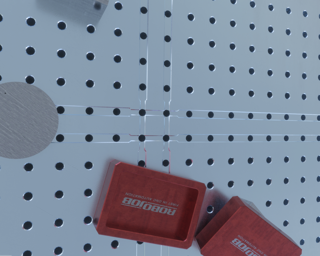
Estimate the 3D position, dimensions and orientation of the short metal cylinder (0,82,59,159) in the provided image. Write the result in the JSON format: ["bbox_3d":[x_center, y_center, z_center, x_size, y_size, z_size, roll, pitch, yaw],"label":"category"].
[{"bbox_3d":[-0.156,-0.008,0.342,0.081,0.050,0.079,0,90,-20],"label":"short metal cylinder"}]

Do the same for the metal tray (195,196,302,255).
[{"bbox_3d":[0.128,0.169,0.445,0.130,0.030,0.090,39,96,-16],"label":"metal tray"}]

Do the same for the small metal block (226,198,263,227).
[{"bbox_3d":[0.129,0.143,0.462,0.050,0.025,0.050,-44,104,-15],"label":"small metal block"}]

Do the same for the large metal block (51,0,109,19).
[{"bbox_3d":[-0.094,-0.188,0.365,0.081,0.050,0.080,16,85,-20],"label":"large metal block"}]

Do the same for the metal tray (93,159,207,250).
[{"bbox_3d":[-0.011,0.101,0.406,0.131,0.030,0.090,18,84,-20],"label":"metal tray"}]
